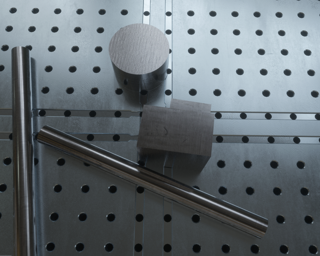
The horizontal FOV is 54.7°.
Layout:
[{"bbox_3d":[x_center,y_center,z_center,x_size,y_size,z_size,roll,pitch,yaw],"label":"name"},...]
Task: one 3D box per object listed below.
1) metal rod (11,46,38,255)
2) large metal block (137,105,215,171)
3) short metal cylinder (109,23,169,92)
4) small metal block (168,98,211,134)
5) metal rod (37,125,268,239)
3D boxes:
[{"bbox_3d":[-0.176,0.027,0.399,0.025,0.025,0.299,-9,70,-4],"label":"metal rod"},{"bbox_3d":[0.018,0.015,0.377,0.080,0.080,0.050,7,70,2],"label":"large metal block"},{"bbox_3d":[-0.028,-0.098,0.434,0.081,0.050,0.080,0,70,0],"label":"short metal cylinder"},{"bbox_3d":[0.037,-0.013,0.404,0.050,0.050,0.025,9,70,3],"label":"small metal block"},{"bbox_3d":[-0.015,0.064,0.388,0.301,0.025,0.025,22,72,7],"label":"metal rod"}]
